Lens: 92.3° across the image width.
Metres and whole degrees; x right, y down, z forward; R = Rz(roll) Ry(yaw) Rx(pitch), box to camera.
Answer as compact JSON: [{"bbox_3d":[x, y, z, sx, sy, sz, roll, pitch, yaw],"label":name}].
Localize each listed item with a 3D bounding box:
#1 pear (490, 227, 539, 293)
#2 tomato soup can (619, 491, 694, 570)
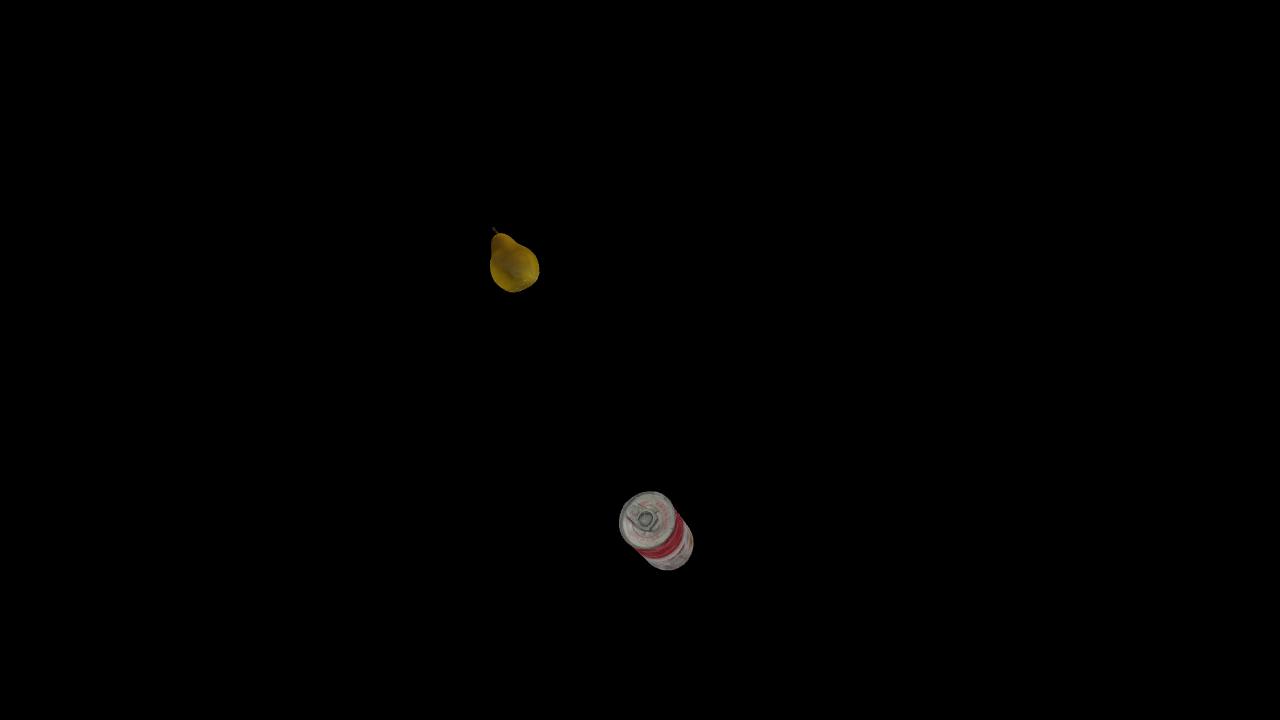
[{"bbox_3d":[-0.203,-0.163,0.954,0.080,0.111,0.080,-26,-1,0],"label":"pear"},{"bbox_3d":[0.023,0.206,0.732,0.068,0.068,0.101,0,-32,20],"label":"tomato soup can"}]
